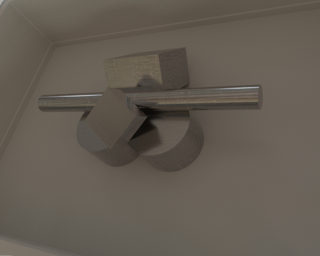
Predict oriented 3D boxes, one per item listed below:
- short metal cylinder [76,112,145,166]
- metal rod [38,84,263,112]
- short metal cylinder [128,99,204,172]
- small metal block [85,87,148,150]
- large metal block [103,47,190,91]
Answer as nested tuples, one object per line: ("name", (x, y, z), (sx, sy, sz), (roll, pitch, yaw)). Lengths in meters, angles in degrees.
("short metal cylinder", (-0.064, 0.005, 0.417), (0.080, 0.050, 0.080), (-13, 56, 20))
("metal rod", (-0.033, -0.033, 0.376), (0.300, 0.025, 0.025), (1, 62, 28))
("short metal cylinder", (0.007, 0.007, 0.379), (0.080, 0.050, 0.080), (-13, 56, 20))
("small metal block", (-0.051, -0.011, 0.358), (0.050, 0.025, 0.050), (45, 109, 20))
("large metal block", (-0.015, -0.074, 0.414), (0.080, 0.050, 0.080), (1, 19, 28))
